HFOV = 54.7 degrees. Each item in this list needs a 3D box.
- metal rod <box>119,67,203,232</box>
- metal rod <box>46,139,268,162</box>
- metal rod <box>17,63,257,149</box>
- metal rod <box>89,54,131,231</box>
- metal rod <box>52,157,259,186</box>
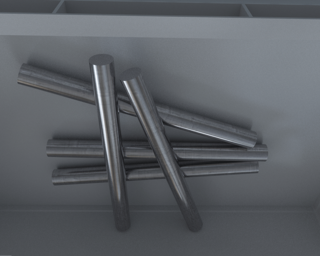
[{"bbox_3d":[0.014,0.051,0.418,0.025,0.025,0.299,-14,129,11],"label":"metal rod"},{"bbox_3d":[-0.002,0.031,0.433,0.302,0.025,0.025,1,130,-2],"label":"metal rod"},{"bbox_3d":[-0.016,-0.023,0.387,0.302,0.025,0.025,15,128,-14],"label":"metal rod"},{"bbox_3d":[-0.060,0.044,0.410,0.025,0.025,0.298,0,130,-1],"label":"metal rod"},{"bbox_3d":[-0.008,0.064,0.462,0.302,0.025,0.025,-4,130,2],"label":"metal rod"}]
